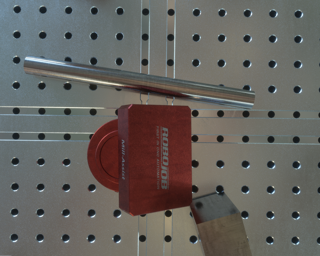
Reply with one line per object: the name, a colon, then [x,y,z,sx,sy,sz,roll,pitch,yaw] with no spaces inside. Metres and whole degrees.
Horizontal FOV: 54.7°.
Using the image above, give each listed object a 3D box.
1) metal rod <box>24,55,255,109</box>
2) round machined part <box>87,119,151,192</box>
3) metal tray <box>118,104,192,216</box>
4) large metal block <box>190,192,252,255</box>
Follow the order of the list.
metal rod: [-0.026,-0.061,0.412,0.302,0.025,0.025,9,90,0]
round machined part: [-0.046,0.036,0.404,0.099,0.042,0.097,0,90,0]
metal tray: [-0.005,0.037,0.389,0.091,0.030,0.129,-1,90,-32]
large metal block: [0.074,0.134,0.384,0.050,0.080,0.080,-16,95,0]
